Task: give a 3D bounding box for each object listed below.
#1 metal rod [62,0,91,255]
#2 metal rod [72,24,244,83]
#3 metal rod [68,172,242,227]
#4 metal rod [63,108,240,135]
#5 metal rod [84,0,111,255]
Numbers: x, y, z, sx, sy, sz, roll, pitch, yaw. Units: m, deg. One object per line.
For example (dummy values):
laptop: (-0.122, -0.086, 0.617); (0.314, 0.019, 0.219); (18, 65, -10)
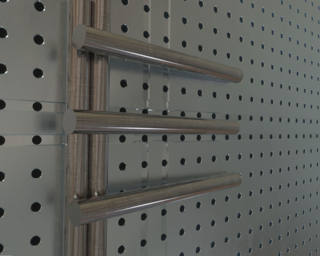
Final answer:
metal rod: (-0.090, 0.009, 0.334); (0.025, 0.025, 0.298); (1, 89, -40)
metal rod: (0.025, -0.089, 0.413); (0.302, 0.025, 0.025); (1, 90, -46)
metal rod: (0.022, 0.085, 0.411); (0.302, 0.025, 0.025); (1, 90, -46)
metal rod: (0.018, -0.004, 0.406); (0.302, 0.025, 0.025); (2, 89, -46)
metal rod: (-0.071, 0.001, 0.351); (0.025, 0.025, 0.298); (1, 89, -40)
